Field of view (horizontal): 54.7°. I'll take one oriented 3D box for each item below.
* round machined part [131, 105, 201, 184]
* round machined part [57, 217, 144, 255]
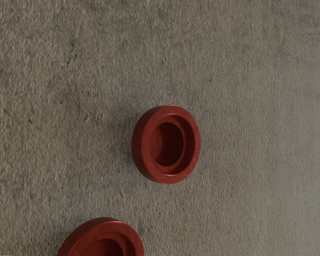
[{"bbox_3d":[0.003,0.020,0.396,0.099,0.042,0.097,0,90,-40],"label":"round machined part"},{"bbox_3d":[-0.069,0.146,0.336,0.099,0.042,0.097,0,90,-40],"label":"round machined part"}]
